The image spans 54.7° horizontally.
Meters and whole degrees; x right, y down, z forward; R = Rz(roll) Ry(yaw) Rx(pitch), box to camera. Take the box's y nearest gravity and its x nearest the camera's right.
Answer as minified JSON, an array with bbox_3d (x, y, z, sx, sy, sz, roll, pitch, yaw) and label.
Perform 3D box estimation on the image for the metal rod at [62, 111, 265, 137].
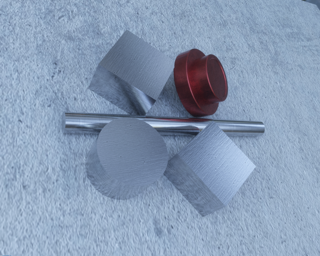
[{"bbox_3d":[0.024,-0.003,0.423,0.303,0.025,0.025,2,61,-28],"label":"metal rod"}]

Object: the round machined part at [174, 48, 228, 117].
[{"bbox_3d":[0.064,-0.066,0.441,0.098,0.042,0.098,25,59,-50],"label":"round machined part"}]

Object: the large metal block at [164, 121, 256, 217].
[{"bbox_3d":[0.061,0.051,0.393,0.080,0.050,0.080,48,51,5],"label":"large metal block"}]

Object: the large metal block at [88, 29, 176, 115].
[{"bbox_3d":[-0.035,-0.071,0.412,0.080,0.050,0.080,32,51,-8],"label":"large metal block"}]

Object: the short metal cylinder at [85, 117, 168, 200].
[{"bbox_3d":[-0.038,0.035,0.348,0.081,0.050,0.080,14,56,-21],"label":"short metal cylinder"}]
